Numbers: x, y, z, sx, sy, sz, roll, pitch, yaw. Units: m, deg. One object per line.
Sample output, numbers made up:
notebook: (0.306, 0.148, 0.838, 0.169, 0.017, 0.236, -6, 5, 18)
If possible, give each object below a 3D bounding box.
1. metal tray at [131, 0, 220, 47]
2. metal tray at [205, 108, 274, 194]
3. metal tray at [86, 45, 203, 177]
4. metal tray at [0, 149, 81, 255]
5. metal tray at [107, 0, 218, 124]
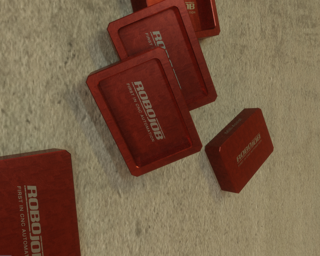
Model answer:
metal tray: (0.024, -0.163, 0.423, 0.131, 0.030, 0.089, -21, 104, -38)
metal tray: (0.137, 0.035, 0.520, 0.131, 0.030, 0.090, -38, 114, -33)
metal tray: (-0.015, -0.018, 0.358, 0.090, 0.030, 0.129, -23, 109, 1)
metal tray: (-0.128, 0.090, 0.295, 0.091, 0.030, 0.129, -8, 95, -40)
metal tray: (0.005, -0.079, 0.372, 0.090, 0.030, 0.129, -22, 110, 4)
